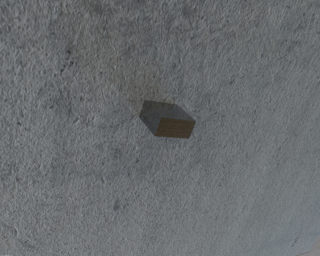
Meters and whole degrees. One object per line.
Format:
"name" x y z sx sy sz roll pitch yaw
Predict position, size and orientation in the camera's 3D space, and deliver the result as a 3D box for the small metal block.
"small metal block" 0.009 -0.011 0.391 0.050 0.050 0.025 5 116 -31
